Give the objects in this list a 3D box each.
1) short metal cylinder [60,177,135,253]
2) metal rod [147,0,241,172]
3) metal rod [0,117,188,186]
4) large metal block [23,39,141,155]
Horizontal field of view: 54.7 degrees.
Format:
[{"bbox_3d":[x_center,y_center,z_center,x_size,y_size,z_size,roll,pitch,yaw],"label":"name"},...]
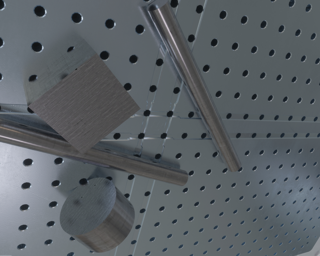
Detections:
[{"bbox_3d":[-0.080,0.112,0.401,0.080,0.080,0.050,-35,129,-5],"label":"short metal cylinder"},{"bbox_3d":[0.060,-0.034,0.423,0.025,0.025,0.299,-36,129,-4],"label":"metal rod"},{"bbox_3d":[-0.079,0.034,0.389,0.302,0.025,0.025,21,107,-36],"label":"metal rod"},{"bbox_3d":[-0.082,-0.032,0.331,0.080,0.050,0.080,-39,130,-2],"label":"large metal block"}]
